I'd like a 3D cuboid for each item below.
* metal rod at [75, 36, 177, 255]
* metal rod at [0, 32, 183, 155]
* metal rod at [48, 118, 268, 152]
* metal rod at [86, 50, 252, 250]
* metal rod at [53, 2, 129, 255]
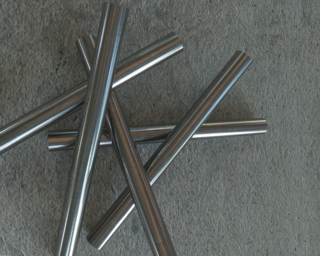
[{"bbox_3d":[-0.037,0.033,0.361,0.025,0.025,0.299,-19,84,-19],"label":"metal rod"},{"bbox_3d":[-0.109,-0.022,0.338,0.301,0.025,0.025,-31,101,-6],"label":"metal rod"},{"bbox_3d":[0.012,0.006,0.413,0.303,0.025,0.025,-4,92,-20],"label":"metal rod"},{"bbox_3d":[0.014,0.025,0.389,0.025,0.025,0.300,40,86,-16],"label":"metal rod"},{"bbox_3d":[-0.079,0.022,0.334,0.025,0.025,0.298,10,104,-20],"label":"metal rod"}]
